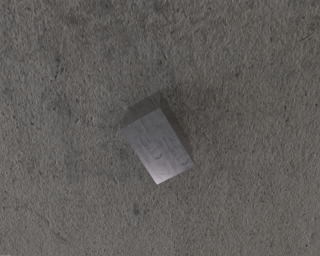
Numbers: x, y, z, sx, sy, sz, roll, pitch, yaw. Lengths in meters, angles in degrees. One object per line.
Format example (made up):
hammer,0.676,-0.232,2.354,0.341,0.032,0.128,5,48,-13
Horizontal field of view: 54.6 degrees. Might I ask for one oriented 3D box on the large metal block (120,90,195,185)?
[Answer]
large metal block,-0.002,0.008,0.383,0.050,0.080,0.080,-28,108,10
